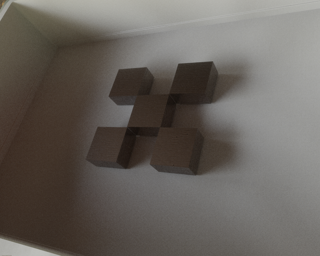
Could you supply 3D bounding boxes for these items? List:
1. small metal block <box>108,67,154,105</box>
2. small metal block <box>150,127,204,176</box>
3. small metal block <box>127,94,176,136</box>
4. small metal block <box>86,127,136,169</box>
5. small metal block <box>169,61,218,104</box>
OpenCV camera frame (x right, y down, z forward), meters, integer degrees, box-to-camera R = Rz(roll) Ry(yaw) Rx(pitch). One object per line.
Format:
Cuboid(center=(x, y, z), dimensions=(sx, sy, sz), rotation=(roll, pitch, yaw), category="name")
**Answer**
Cuboid(center=(-0.042, -0.062, 0.464), dimensions=(0.050, 0.025, 0.050), rotation=(2, 62, 29), category="small metal block")
Cuboid(center=(0.021, 0.027, 0.375), dimensions=(0.050, 0.025, 0.050), rotation=(2, 62, 29), category="small metal block")
Cuboid(center=(-0.011, -0.017, 0.419), dimensions=(0.050, 0.025, 0.050), rotation=(1, 62, 28), category="small metal block")
Cuboid(center=(-0.066, 0.026, 0.422), dimensions=(0.050, 0.025, 0.050), rotation=(1, 62, 28), category="small metal block")
Cuboid(center=(0.046, -0.060, 0.416), dimensions=(0.050, 0.025, 0.050), rotation=(3, 63, 29), category="small metal block")
